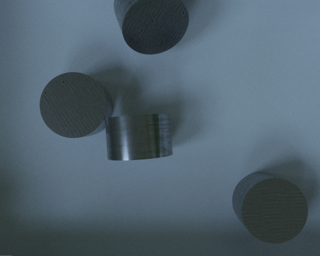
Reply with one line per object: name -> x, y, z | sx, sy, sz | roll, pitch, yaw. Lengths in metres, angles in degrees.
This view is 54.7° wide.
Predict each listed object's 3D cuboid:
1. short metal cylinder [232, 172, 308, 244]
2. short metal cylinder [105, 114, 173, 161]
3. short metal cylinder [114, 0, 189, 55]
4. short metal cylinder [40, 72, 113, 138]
short metal cylinder -> 0.139, 0.100, 0.400 | 0.081, 0.050, 0.080 | 0, 90, 0
short metal cylinder -> -0.026, 0.010, 0.384 | 0.080, 0.080, 0.050 | -4, 90, 0
short metal cylinder -> -0.011, -0.137, 0.377 | 0.080, 0.080, 0.050 | -20, 54, 0
short metal cylinder -> -0.105, -0.028, 0.398 | 0.081, 0.050, 0.080 | 0, 90, 0
